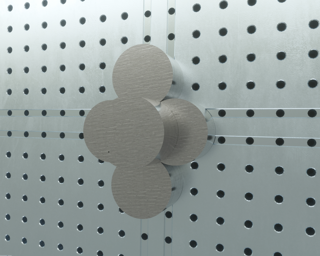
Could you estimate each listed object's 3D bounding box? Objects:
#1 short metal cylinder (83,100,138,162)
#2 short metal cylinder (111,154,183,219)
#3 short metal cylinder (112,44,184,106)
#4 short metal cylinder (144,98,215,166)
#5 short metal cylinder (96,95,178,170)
[{"bbox_3d":[-0.055,0.004,0.419,0.080,0.050,0.079,0,90,20],"label":"short metal cylinder"},{"bbox_3d":[-0.016,0.072,0.404,0.080,0.050,0.080,-1,88,19],"label":"short metal cylinder"},{"bbox_3d":[-0.014,-0.064,0.404,0.080,0.050,0.079,0,90,19],"label":"short metal cylinder"},{"bbox_3d":[0.025,0.005,0.390,0.080,0.050,0.080,0,90,20],"label":"short metal cylinder"},{"bbox_3d":[-0.025,0.005,0.354,0.080,0.050,0.079,0,90,20],"label":"short metal cylinder"}]
